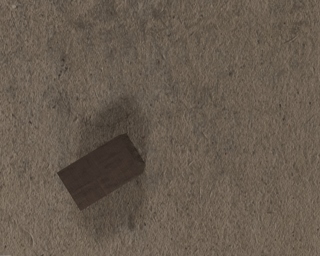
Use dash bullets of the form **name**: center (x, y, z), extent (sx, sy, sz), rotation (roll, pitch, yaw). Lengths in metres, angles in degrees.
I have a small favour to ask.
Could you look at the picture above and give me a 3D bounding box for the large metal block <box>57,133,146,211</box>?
- **large metal block**: center (-0.067, 0.049, 0.382), extent (0.080, 0.080, 0.050), rotation (-31, 90, 0)
